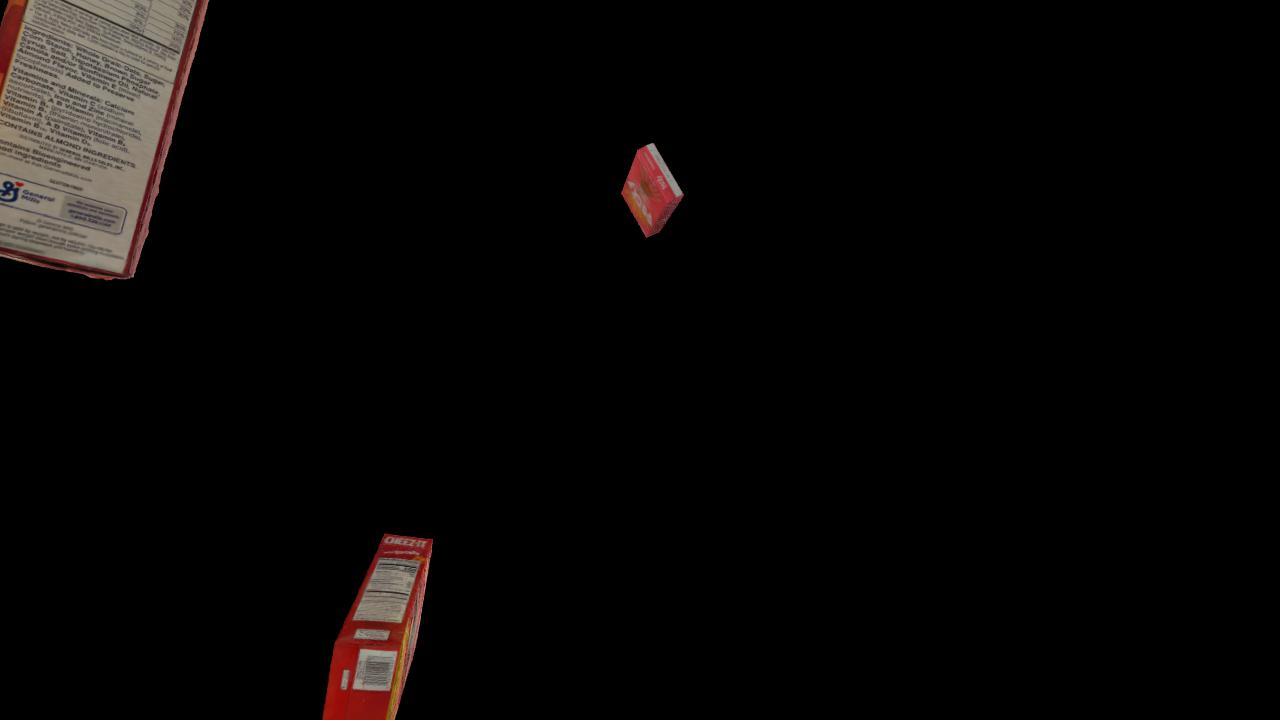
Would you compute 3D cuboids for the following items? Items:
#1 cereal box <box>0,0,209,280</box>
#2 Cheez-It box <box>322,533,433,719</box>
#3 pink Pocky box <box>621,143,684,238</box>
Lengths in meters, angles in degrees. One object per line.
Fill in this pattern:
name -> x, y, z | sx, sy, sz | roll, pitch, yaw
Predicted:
cereal box -> -0.332, -0.205, 0.383 | 0.203, 0.306, 0.081 | 9, -4, 45
Cheez-It box -> -0.300, 0.329, 0.716 | 0.071, 0.166, 0.223 | 11, 10, -12
pink Pocky box -> 0.014, -0.239, 0.888 | 0.029, 0.084, 0.155 | -29, -1, -12
